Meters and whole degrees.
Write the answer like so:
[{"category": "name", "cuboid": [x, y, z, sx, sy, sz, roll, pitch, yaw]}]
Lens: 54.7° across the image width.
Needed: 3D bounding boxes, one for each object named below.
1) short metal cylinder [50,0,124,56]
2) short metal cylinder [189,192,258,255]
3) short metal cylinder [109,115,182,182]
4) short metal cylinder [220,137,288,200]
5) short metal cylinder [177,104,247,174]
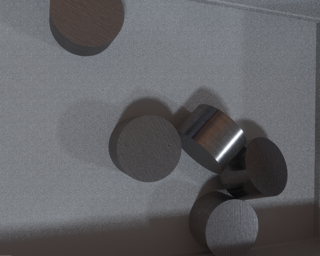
[{"category": "short metal cylinder", "cuboid": [-0.087, -0.130, 0.365, 0.081, 0.050, 0.080, 0, 90, -20]}, {"category": "short metal cylinder", "cuboid": [0.087, 0.133, 0.429, 0.081, 0.050, 0.080, 0, 90, -20]}, {"category": "short metal cylinder", "cuboid": [-0.020, 0.024, 0.390, 0.081, 0.050, 0.080, 0, 90, -20]}, {"category": "short metal cylinder", "cuboid": [0.130, 0.058, 0.431, 0.081, 0.050, 0.080, 12, 67, -29]}, {"category": "short metal cylinder", "cuboid": [0.064, 0.015, 0.405, 0.080, 0.080, 0.050, 46, 76, -14]}]
